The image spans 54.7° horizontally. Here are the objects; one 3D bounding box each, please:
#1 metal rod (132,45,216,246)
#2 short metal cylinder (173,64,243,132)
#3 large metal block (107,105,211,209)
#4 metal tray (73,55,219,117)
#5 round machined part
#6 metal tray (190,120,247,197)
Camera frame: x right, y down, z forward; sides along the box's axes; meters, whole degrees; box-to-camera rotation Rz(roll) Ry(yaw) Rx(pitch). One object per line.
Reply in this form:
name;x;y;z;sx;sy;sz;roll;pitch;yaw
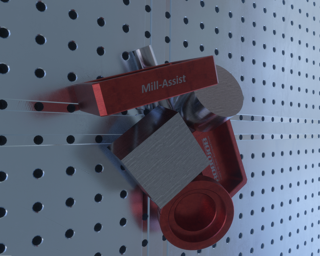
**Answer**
metal rod;0.026;0.035;0.426;0.025;0.025;0.298;-32;110;-36
short metal cylinder;0.066;-0.041;0.424;0.081;0.050;0.080;12;62;-23
large metal block;-0.001;0.032;0.364;0.080;0.050;0.080;-40;117;-13
metal tray;-0.016;-0.047;0.330;0.131;0.090;0.030;-18;104;-24
round machined part;0.044;0.108;0.413;0.099;0.042;0.097;-3;104;-10
metal tray;0.082;0.048;0.470;0.091;0.030;0.129;-32;110;-36
